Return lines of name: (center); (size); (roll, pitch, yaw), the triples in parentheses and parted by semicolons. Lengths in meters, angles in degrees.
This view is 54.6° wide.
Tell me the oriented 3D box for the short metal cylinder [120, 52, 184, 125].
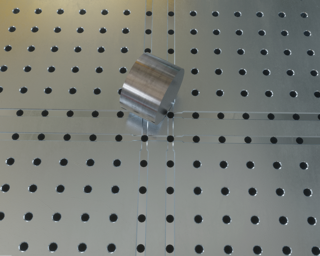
short metal cylinder: (-0.009, -0.050, 0.401); (0.050, 0.080, 0.080); (27, 72, 9)
